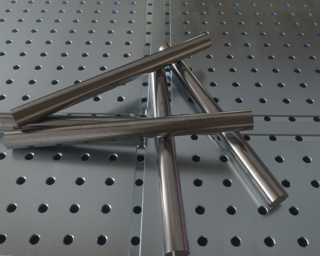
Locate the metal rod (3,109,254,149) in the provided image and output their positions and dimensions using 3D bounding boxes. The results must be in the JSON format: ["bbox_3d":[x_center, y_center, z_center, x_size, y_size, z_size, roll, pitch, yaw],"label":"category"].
[{"bbox_3d":[-0.042,0.003,0.379,0.302,0.025,0.025,-5,50,5],"label":"metal rod"}]

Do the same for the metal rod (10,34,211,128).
[{"bbox_3d":[-0.053,-0.074,0.435,0.302,0.025,0.025,-27,55,-21],"label":"metal rod"}]

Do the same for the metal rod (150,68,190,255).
[{"bbox_3d":[0.006,0.010,0.399,0.025,0.025,0.300,-3,50,-3],"label":"metal rod"}]

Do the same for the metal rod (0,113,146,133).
[{"bbox_3d":[-0.167,-0.006,0.410,0.302,0.025,0.025,2,50,1],"label":"metal rod"}]

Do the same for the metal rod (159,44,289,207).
[{"bbox_3d":[0.070,-0.025,0.429,0.025,0.025,0.300,-19,53,-15],"label":"metal rod"}]
